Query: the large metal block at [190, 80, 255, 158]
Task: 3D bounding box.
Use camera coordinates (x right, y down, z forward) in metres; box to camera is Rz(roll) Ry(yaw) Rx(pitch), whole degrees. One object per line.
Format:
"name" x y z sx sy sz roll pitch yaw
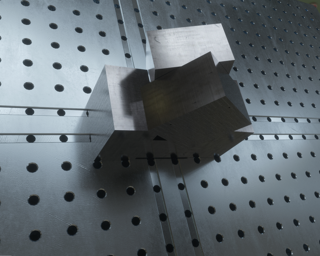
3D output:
"large metal block" 0.071 -0.012 0.420 0.050 0.080 0.080 4 60 -27

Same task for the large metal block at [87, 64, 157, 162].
"large metal block" -0.046 -0.014 0.358 0.050 0.080 0.080 2 61 -28

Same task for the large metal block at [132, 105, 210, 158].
"large metal block" 0.007 -0.008 0.400 0.081 0.050 0.080 3 61 -27

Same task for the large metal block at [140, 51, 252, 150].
"large metal block" 0.039 -0.023 0.323 0.080 0.080 0.050 30 42 -54

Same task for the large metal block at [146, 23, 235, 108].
"large metal block" 0.028 -0.066 0.348 0.081 0.080 0.050 -8 64 -7
